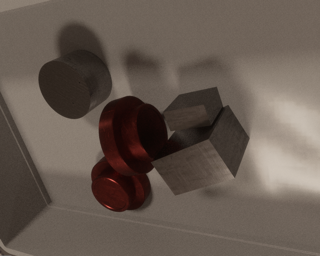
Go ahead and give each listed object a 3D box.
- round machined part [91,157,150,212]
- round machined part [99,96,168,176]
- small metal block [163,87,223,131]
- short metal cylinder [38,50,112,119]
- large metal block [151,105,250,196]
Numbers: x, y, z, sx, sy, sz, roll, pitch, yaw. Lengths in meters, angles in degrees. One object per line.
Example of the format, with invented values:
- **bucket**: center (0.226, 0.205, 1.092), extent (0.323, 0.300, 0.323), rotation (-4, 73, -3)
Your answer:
- **round machined part**: center (-0.068, 0.093, 0.490), extent (0.098, 0.042, 0.097), rotation (13, 124, 20)
- **round machined part**: center (-0.025, 0.007, 0.378), extent (0.042, 0.098, 0.098), rotation (-14, 112, 30)
- **small metal block**: center (0.039, -0.022, 0.357), extent (0.050, 0.050, 0.025), rotation (-9, 114, 32)
- **short metal cylinder**: center (-0.112, -0.059, 0.413), extent (0.080, 0.050, 0.079), rotation (13, 124, 20)
- **large metal block**: center (0.049, 0.026, 0.362), extent (0.080, 0.080, 0.050), rotation (-26, 104, 37)
